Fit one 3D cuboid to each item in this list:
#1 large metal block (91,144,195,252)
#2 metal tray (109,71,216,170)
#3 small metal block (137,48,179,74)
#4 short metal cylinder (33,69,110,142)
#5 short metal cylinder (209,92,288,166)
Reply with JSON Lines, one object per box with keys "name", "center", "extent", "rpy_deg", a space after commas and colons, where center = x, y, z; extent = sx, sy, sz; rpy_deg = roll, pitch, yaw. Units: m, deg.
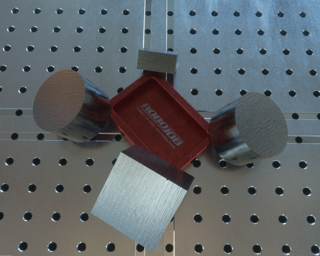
{"name": "large metal block", "center": [-0.018, 0.076, 0.352], "extent": [0.080, 0.050, 0.080], "rpy_deg": [29, 103, 10]}
{"name": "metal tray", "center": [0.000, -0.005, 0.410], "extent": [0.090, 0.030, 0.130], "rpy_deg": [-40, 75, -13]}
{"name": "small metal block", "center": [-0.002, -0.094, 0.430], "extent": [0.050, 0.050, 0.025], "rpy_deg": [8, 108, 3]}
{"name": "short metal cylinder", "center": [-0.111, -0.027, 0.391], "extent": [0.080, 0.050, 0.080], "rpy_deg": [-9, 69, 24]}
{"name": "short metal cylinder", "center": [0.108, 0.002, 0.382], "extent": [0.081, 0.050, 0.080], "rpy_deg": [10, 68, -25]}
